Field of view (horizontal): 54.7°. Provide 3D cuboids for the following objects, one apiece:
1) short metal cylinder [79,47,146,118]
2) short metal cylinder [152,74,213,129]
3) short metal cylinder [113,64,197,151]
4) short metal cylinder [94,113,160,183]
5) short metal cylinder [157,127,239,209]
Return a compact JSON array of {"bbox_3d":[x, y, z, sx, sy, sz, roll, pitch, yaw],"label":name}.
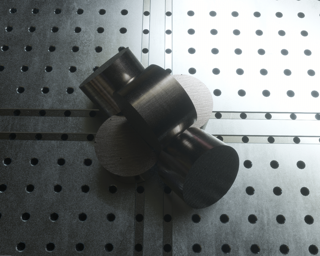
[{"bbox_3d":[-0.055,-0.058,0.396,0.080,0.080,0.050,-44,110,-15],"label":"short metal cylinder"},{"bbox_3d":[0.026,-0.023,0.406,0.081,0.050,0.080,0,70,0],"label":"short metal cylinder"},{"bbox_3d":[-0.006,-0.021,0.336,0.050,0.080,0.080,-40,75,-13],"label":"short metal cylinder"},{"bbox_3d":[-0.037,0.026,0.388,0.081,0.050,0.080,0,70,0],"label":"short metal cylinder"},{"bbox_3d":[0.044,0.045,0.359,0.080,0.080,0.050,-39,39,-13],"label":"short metal cylinder"}]
